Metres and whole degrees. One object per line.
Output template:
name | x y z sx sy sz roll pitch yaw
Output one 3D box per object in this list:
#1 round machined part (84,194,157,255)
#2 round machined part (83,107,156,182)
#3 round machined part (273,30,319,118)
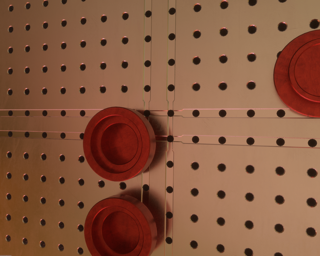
round machined part | -0.050 0.139 0.422 0.098 0.042 0.097 0 90 20
round machined part | -0.051 0.021 0.422 0.098 0.042 0.097 0 90 20
round machined part | 0.177 -0.060 0.341 0.098 0.042 0.097 0 90 20
